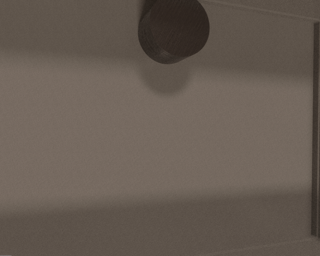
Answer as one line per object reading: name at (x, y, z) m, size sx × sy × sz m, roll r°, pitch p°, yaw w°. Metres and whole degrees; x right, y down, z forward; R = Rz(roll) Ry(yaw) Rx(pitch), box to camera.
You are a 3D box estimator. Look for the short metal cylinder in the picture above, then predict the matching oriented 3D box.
short metal cylinder at (0.017, -0.128, 0.404) m, size 0.081 × 0.050 × 0.079 m, roll 0°, pitch 90°, yaw -21°
